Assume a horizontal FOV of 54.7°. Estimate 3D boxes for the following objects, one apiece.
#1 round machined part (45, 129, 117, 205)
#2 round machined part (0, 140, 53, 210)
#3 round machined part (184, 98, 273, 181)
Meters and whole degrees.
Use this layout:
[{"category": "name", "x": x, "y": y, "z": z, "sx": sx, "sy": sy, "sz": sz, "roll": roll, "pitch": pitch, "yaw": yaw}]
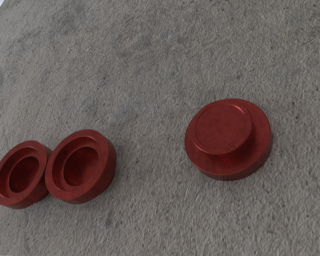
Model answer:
[{"category": "round machined part", "x": -0.099, "y": 0.054, "z": 0.412, "sx": 0.098, "sy": 0.042, "sz": 0.098, "roll": -13, "pitch": 56, "yaw": 21}, {"category": "round machined part", "x": -0.190, "y": 0.070, "z": 0.450, "sx": 0.098, "sy": 0.042, "sz": 0.098, "roll": -13, "pitch": 56, "yaw": 21}, {"category": "round machined part", "x": 0.073, "y": 0.007, "z": 0.350, "sx": 0.098, "sy": 0.042, "sz": 0.098, "roll": -13, "pitch": 56, "yaw": 21}]
